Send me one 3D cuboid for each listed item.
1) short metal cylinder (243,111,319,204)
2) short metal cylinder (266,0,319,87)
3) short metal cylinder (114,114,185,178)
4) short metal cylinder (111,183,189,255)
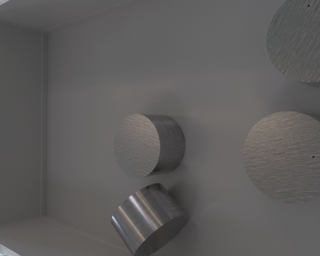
[{"bbox_3d":[0.126,0.025,0.287,0.080,0.050,0.080,0,90,40],"label":"short metal cylinder"},{"bbox_3d":[0.143,-0.077,0.272,0.080,0.050,0.080,0,90,40],"label":"short metal cylinder"},{"bbox_3d":[-0.014,0.022,0.403,0.080,0.050,0.080,0,90,40],"label":"short metal cylinder"},{"bbox_3d":[-0.012,0.114,0.381,0.050,0.081,0.080,47,118,29],"label":"short metal cylinder"}]
